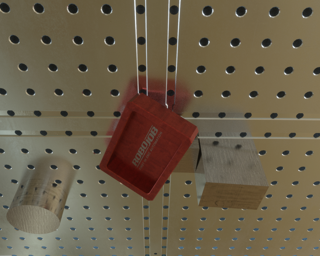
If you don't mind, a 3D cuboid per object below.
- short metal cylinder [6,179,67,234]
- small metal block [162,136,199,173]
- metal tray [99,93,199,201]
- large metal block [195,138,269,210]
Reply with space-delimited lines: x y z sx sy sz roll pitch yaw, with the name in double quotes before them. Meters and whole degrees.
"short metal cylinder" -0.198 0.128 0.502 0.081 0.050 0.079 0 130 0
"small metal block" 0.027 0.038 0.444 0.050 0.025 0.050 2 130 -2
"metal tray" -0.019 0.029 0.410 0.090 0.030 0.129 32 126 4
"large metal block" 0.094 0.063 0.430 0.081 0.080 0.050 5 130 -4
